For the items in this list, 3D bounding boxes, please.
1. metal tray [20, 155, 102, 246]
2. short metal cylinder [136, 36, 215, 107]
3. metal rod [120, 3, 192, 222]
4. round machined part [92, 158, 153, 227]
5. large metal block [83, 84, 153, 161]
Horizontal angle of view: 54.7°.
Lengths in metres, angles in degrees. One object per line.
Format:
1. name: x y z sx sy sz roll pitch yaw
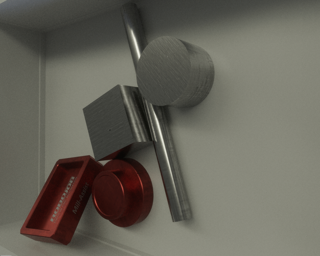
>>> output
1. metal tray: -0.150 0.107 0.477 0.090 0.030 0.130 -10 48 38
2. short metal cylinder: 0.018 -0.065 0.374 0.080 0.050 0.079 0 90 39
3. metal rod: -0.009 -0.029 0.411 0.025 0.025 0.299 -23 76 37
4. round machined part: -0.060 0.093 0.443 0.098 0.042 0.097 0 90 39
5. large metal block: -0.056 -0.005 0.434 0.080 0.050 0.080 -27 73 36
